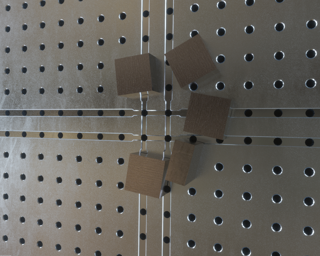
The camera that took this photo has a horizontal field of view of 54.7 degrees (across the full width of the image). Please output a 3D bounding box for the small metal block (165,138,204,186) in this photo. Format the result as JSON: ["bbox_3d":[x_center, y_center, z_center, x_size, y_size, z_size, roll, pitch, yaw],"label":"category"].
[{"bbox_3d":[0.032,0.041,0.388,0.025,0.050,0.050,16,95,19],"label":"small metal block"}]

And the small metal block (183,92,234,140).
[{"bbox_3d":[0.061,-0.015,0.391,0.050,0.025,0.050,13,94,19],"label":"small metal block"}]

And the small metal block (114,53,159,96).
[{"bbox_3d":[-0.032,-0.071,0.423,0.050,0.025,0.050,-6,88,19],"label":"small metal block"}]

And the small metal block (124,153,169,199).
[{"bbox_3d":[-0.016,0.062,0.417,0.050,0.025,0.050,10,93,19],"label":"small metal block"}]

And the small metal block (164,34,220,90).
[{"bbox_3d":[0.041,-0.083,0.397,0.050,0.025,0.050,-28,81,17],"label":"small metal block"}]
